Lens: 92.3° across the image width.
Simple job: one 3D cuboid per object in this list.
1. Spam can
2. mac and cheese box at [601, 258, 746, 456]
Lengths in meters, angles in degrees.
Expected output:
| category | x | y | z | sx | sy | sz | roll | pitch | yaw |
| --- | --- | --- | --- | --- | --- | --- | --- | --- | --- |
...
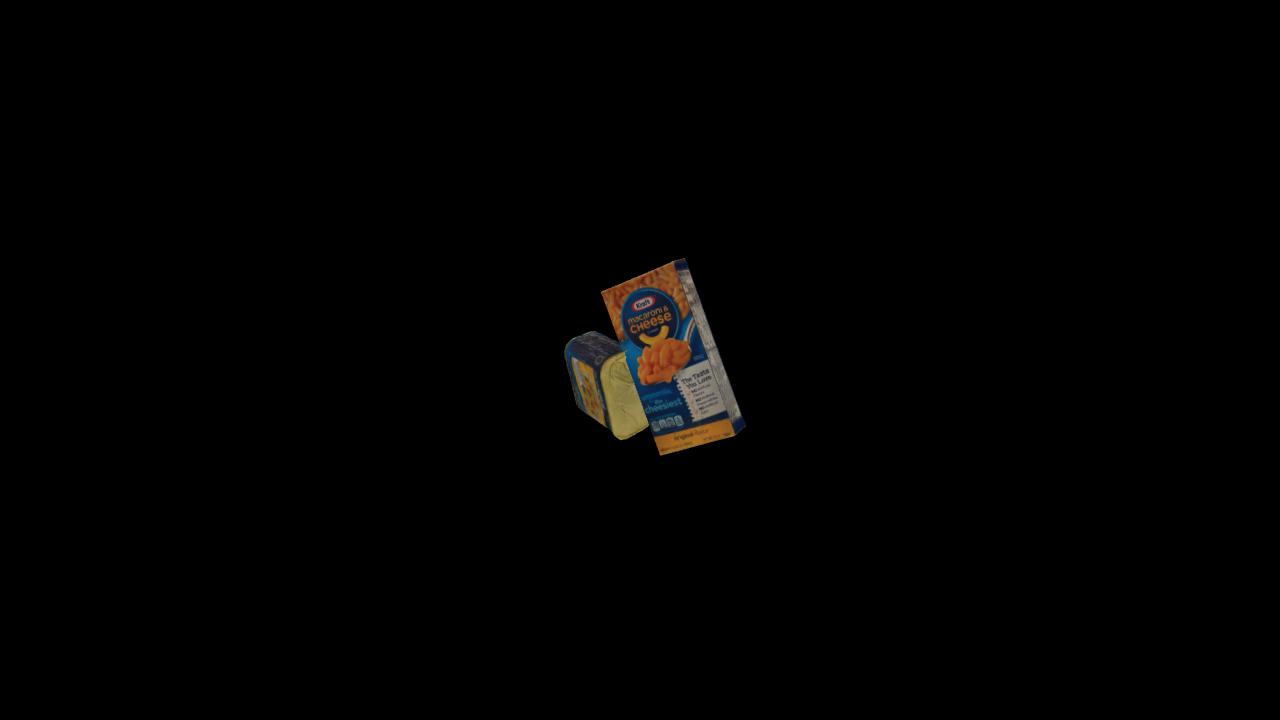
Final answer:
| category | x | y | z | sx | sy | sz | roll | pitch | yaw |
| --- | --- | --- | --- | --- | --- | --- | --- | --- | --- |
| Spam can | -0.036 | 0.025 | 0.687 | 0.058 | 0.101 | 0.085 | -25 | 30 | -28 |
| mac and cheese box | 0.034 | -0.001 | 0.635 | 0.093 | 0.184 | 0.041 | -20 | 2 | 30 |
